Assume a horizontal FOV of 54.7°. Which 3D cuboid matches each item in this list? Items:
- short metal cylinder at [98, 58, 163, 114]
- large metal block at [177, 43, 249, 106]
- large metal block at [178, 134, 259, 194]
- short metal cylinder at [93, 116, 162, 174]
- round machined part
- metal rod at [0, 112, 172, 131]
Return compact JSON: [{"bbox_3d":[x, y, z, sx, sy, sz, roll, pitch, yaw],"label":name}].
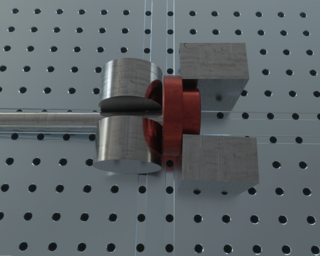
[{"bbox_3d":[-0.037,-0.047,0.400,0.080,0.080,0.050,1,71,0],"label":"short metal cylinder"},{"bbox_3d":[0.065,-0.067,0.408,0.081,0.080,0.050,0,70,0],"label":"large metal block"},{"bbox_3d":[0.064,0.045,0.367,0.080,0.080,0.050,3,70,1],"label":"large metal block"},{"bbox_3d":[-0.038,0.023,0.373,0.080,0.080,0.050,1,71,0],"label":"short metal cylinder"},{"bbox_3d":[0.025,-0.015,0.378,0.042,0.098,0.098,1,70,0],"label":"round machined part"},{"bbox_3d":[-0.120,-0.009,0.402,0.302,0.025,0.025,0,70,4],"label":"metal rod"}]
